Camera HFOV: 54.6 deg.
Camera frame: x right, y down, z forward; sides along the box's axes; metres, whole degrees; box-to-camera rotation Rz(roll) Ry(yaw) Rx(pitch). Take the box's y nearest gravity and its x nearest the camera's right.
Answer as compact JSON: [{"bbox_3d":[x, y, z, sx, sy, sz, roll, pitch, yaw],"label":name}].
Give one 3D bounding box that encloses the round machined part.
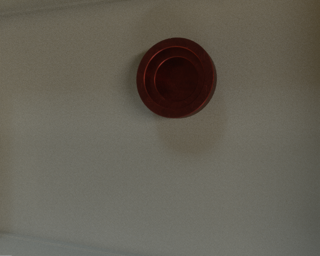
[{"bbox_3d":[0.023,-0.061,0.394,0.098,0.042,0.097,0,90,20],"label":"round machined part"}]
